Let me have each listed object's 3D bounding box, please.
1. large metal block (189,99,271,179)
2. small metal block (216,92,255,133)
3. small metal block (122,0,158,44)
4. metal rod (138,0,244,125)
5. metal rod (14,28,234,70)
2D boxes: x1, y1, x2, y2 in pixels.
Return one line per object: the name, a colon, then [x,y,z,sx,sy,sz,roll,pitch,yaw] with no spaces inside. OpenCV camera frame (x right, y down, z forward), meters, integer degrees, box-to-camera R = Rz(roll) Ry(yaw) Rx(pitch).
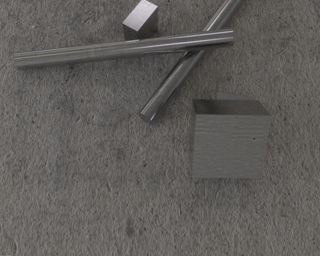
large metal block: [0.078,0.012,0.369,0.080,0.050,0.079,1,114,0]
small metal block: [0.097,-0.017,0.415,0.050,0.025,0.050,10,70,3]
small metal block: [-0.027,-0.147,0.449,0.025,0.050,0.050,31,73,10]
metal rod: [0.065,-0.129,0.455,0.025,0.025,0.300,32,73,11]
metal rod: [-0.052,-0.109,0.431,0.302,0.025,0.025,-5,70,4]
